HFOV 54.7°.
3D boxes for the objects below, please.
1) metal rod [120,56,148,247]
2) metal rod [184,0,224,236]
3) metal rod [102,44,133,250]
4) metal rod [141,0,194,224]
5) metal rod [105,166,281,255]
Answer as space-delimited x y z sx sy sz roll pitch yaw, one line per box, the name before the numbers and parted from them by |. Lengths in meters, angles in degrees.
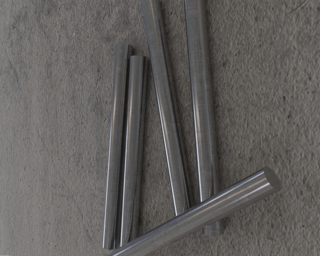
metal rod | -0.038 0.051 0.435 0.025 0.025 0.298 6 94 40
metal rod | 0.050 -0.029 0.363 0.025 0.025 0.298 -7 86 40
metal rod | -0.063 0.029 0.456 0.025 0.025 0.298 7 95 40
metal rod | 0.010 -0.028 0.396 0.025 0.025 0.298 -15 81 39
metal rod | 0.006 0.126 0.365 0.299 0.025 0.025 -39 66 33
